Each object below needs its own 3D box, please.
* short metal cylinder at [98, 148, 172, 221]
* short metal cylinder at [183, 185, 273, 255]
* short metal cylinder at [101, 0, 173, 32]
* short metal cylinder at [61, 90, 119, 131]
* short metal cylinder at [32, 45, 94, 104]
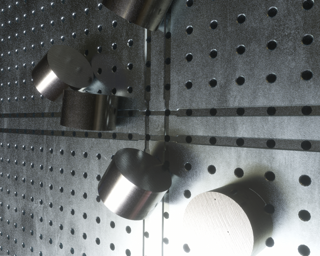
[{"bbox_3d":[-0.032,0.070,0.398,0.080,0.081,0.050,46,117,30],"label":"short metal cylinder"},{"bbox_3d":[0.072,0.104,0.332,0.080,0.050,0.079,0,90,39],"label":"short metal cylinder"},{"bbox_3d":[-0.028,-0.165,0.394,0.080,0.081,0.050,44,116,31],"label":"short metal cylinder"},{"bbox_3d":[-0.103,-0.027,0.456,0.080,0.081,0.050,12,98,39],"label":"short metal cylinder"},{"bbox_3d":[-0.156,-0.086,0.499,0.050,0.081,0.080,-33,70,35],"label":"short metal cylinder"}]
